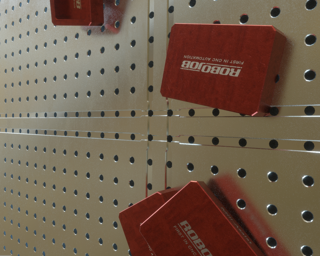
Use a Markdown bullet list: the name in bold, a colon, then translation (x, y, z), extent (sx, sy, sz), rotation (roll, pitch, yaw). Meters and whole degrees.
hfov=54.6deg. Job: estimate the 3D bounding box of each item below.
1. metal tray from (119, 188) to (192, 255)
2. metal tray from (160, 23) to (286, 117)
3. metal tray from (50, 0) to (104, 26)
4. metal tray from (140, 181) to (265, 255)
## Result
- **metal tray**: translation (0.003, 0.156, 0.405), extent (0.090, 0.030, 0.130), rotation (-36, 68, 34)
- **metal tray**: translation (0.065, -0.069, 0.353), extent (0.130, 0.030, 0.089), rotation (17, 101, 38)
- **metal tray**: translation (-0.135, -0.230, 0.491), extent (0.090, 0.030, 0.129), rotation (11, 111, 30)
- **metal tray**: translation (0.049, 0.134, 0.340), extent (0.090, 0.030, 0.130), rotation (-43, 68, 10)
